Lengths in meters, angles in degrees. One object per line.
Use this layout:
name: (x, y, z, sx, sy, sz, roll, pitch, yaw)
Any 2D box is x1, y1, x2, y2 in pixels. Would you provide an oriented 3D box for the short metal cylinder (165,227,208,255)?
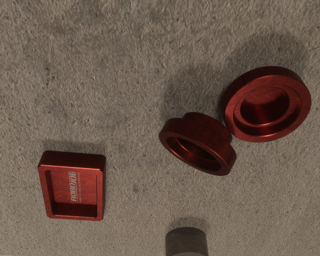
short metal cylinder: (0.051, 0.233, 0.590, 0.081, 0.050, 0.079, 0, 130, 0)

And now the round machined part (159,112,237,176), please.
round machined part: (0.051, 0.016, 0.390, 0.098, 0.042, 0.098, 28, 160, 11)

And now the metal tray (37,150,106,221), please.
metal tray: (-0.132, 0.094, 0.481, 0.091, 0.030, 0.129, 5, 130, -5)

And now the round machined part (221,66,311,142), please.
round machined part: (0.123, -0.032, 0.371, 0.099, 0.042, 0.097, -1, 130, 0)
